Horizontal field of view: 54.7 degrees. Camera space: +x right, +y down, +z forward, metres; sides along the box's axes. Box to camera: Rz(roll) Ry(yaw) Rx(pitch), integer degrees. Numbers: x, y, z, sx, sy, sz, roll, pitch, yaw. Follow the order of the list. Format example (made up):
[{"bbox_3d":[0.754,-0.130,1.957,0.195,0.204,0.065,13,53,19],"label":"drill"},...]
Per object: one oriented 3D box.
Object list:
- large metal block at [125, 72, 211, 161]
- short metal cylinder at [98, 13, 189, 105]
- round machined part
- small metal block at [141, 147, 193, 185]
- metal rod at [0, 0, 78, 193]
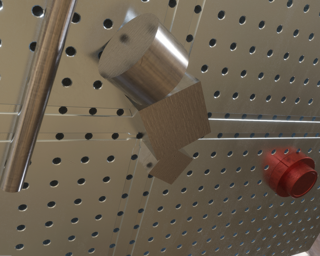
[{"bbox_3d":[0.011,-0.018,0.391,0.080,0.050,0.080,-27,128,-12],"label":"large metal block"},{"bbox_3d":[-0.018,-0.071,0.323,0.080,0.080,0.050,-48,129,5],"label":"short metal cylinder"},{"bbox_3d":[0.270,0.100,0.613,0.099,0.042,0.097,-14,124,-21],"label":"round machined part"},{"bbox_3d":[0.011,0.049,0.449,0.050,0.025,0.050,33,100,-39],"label":"small metal block"},{"bbox_3d":[-0.115,-0.062,0.310,0.025,0.025,0.298,11,113,-33],"label":"metal rod"}]
